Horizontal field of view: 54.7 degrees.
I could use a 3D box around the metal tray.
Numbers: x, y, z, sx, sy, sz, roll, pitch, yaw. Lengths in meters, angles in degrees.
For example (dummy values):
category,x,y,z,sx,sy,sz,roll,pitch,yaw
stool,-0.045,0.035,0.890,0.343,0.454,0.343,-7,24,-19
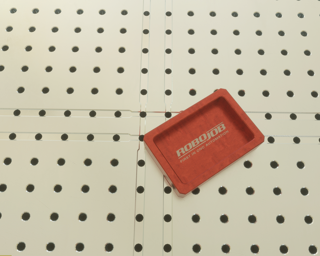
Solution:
category,x,y,z,sx,sy,sz,roll,pitch,yaw
metal tray,0.056,0.017,0.403,0.131,0.030,0.090,-32,73,-11
